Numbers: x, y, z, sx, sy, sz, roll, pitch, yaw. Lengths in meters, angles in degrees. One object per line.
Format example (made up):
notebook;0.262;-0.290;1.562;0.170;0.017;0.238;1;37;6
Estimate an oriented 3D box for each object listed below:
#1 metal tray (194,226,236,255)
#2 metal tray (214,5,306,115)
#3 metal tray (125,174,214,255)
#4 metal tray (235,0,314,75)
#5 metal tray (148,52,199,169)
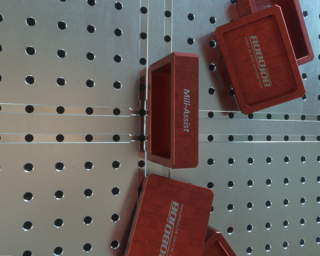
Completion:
metal tray;0.051;0.214;0.430;0.131;0.030;0.090;-37;102;-16
metal tray;0.140;-0.094;0.440;0.090;0.030;0.129;-19;98;12
metal tray;0.010;0.133;0.396;0.091;0.030;0.130;16;76;-8
metal tray;0.178;-0.152;0.477;0.091;0.030;0.129;-22;98;-19
metal tray;0.014;-0.020;0.384;0.030;0.090;0.129;0;90;-20
